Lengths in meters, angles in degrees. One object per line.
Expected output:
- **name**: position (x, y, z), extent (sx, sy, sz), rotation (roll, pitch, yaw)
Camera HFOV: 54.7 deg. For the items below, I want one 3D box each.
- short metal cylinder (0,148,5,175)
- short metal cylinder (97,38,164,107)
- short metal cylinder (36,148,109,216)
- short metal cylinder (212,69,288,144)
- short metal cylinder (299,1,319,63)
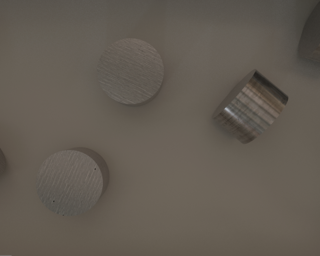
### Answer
- **short metal cylinder**: position (-0.241, 0.037, 0.381), extent (0.050, 0.080, 0.080), rotation (-31, 90, 0)
- **short metal cylinder**: position (-0.036, -0.069, 0.398), extent (0.081, 0.050, 0.079), rotation (0, 90, -1)
- **short metal cylinder**: position (-0.109, 0.066, 0.398), extent (0.081, 0.050, 0.079), rotation (0, 90, -1)
- **short metal cylinder**: position (0.110, -0.026, 0.385), extent (0.050, 0.080, 0.080), rotation (40, 90, -1)
- **short metal cylinder**: position (0.219, -0.120, 0.387), extent (0.050, 0.080, 0.080), rotation (17, 90, 0)
